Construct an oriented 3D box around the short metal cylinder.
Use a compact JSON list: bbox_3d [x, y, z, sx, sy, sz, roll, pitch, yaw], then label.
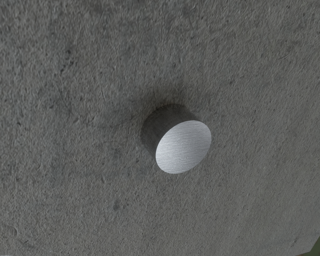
[{"bbox_3d":[0.021,0.014,0.414,0.081,0.050,0.079,-14,125,-21],"label":"short metal cylinder"}]
